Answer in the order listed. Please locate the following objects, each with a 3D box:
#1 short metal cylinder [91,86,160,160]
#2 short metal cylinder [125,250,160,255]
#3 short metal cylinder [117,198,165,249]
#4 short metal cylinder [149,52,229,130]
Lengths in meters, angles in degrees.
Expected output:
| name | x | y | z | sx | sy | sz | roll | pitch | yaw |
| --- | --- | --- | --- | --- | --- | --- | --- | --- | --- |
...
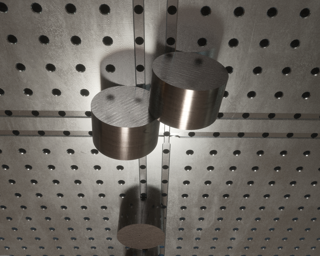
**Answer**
| name | x | y | z | sx | sy | sz | roll | pitch | yaw |
| --- | --- | --- | --- | --- | --- | --- | --- | --- | --- |
| short metal cylinder | -0.040 | -0.008 | 0.369 | 0.081 | 0.080 | 0.050 | 4 | 130 | -4 |
| short metal cylinder | -0.037 | 0.301 | 0.651 | 0.081 | 0.050 | 0.079 | 0 | 130 | 0 |
| short metal cylinder | -0.032 | 0.166 | 0.537 | 0.081 | 0.050 | 0.079 | 0 | 130 | 0 |
| short metal cylinder | 0.029 | -0.043 | 0.340 | 0.081 | 0.080 | 0.050 | 4 | 130 | -4 |
